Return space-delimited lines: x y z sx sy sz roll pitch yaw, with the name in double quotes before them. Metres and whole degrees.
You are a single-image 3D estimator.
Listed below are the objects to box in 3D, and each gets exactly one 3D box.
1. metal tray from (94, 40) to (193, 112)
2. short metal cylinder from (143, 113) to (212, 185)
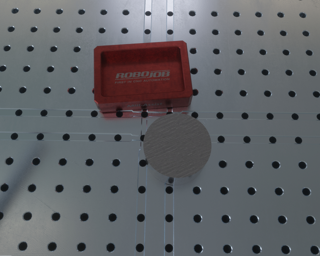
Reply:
"metal tray" -0.024 -0.073 0.435 0.131 0.030 0.090 -4 70 -2
"short metal cylinder" 0.021 0.028 0.388 0.081 0.050 0.080 0 70 0
